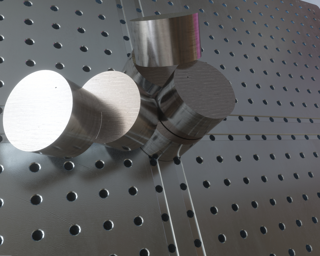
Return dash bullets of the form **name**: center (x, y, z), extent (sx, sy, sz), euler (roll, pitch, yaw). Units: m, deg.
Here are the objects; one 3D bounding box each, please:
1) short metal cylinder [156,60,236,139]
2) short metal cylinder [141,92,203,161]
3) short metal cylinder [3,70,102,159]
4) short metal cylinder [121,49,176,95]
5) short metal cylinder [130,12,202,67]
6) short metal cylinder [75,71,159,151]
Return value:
- **short metal cylinder**: center (0.041, -0.033, 0.368), extent (0.081, 0.050, 0.080), euler (13, 56, -21)
- **short metal cylinder**: center (0.013, -0.004, 0.400), extent (0.081, 0.050, 0.080), euler (14, 56, -21)
- **short metal cylinder**: center (-0.107, -0.012, 0.314), extent (0.050, 0.080, 0.080), euler (34, 33, -65)
- **short metal cylinder**: center (-0.010, -0.075, 0.432), extent (0.081, 0.050, 0.080), euler (13, 56, -21)
- **short metal cylinder**: center (0.008, -0.107, 0.369), extent (0.081, 0.080, 0.050), euler (-27, 120, -37)
- **short metal cylinder**: center (-0.048, -0.017, 0.348), extent (0.050, 0.080, 0.080), euler (33, 34, -65)
